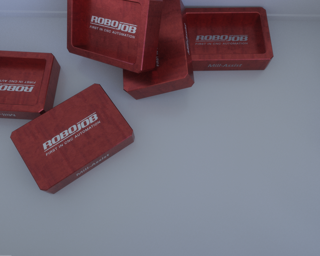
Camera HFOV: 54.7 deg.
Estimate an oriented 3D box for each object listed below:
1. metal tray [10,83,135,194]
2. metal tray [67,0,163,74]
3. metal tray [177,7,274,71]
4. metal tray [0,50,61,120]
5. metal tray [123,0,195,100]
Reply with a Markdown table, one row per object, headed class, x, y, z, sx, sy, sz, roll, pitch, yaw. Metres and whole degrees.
| class | x | y | z | sx | sy | sz | roll | pitch | yaw |
| --- | --- | --- | --- | --- | --- | --- | --- | --- | --- |
| metal tray | -0.111 | 0.012 | 0.402 | 0.131 | 0.030 | 0.090 | -33 | 74 | -12 |
| metal tray | -0.063 | -0.130 | 0.399 | 0.130 | 0.089 | 0.030 | 21 | 27 | 27 |
| metal tray | 0.091 | -0.131 | 0.455 | 0.131 | 0.030 | 0.090 | -1 | 70 | -1 |
| metal tray | -0.213 | -0.060 | 0.427 | 0.131 | 0.030 | 0.090 | 3 | 70 | 1 |
| metal tray | -0.006 | -0.112 | 0.430 | 0.090 | 0.030 | 0.130 | -11 | 70 | 19 |
